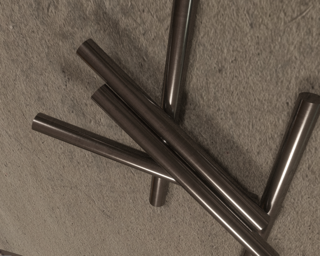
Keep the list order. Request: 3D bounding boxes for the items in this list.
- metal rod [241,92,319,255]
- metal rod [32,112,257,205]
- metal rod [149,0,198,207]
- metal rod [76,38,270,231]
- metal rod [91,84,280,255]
[{"bbox_3d":[0.140,0.094,0.390,0.025,0.025,0.298,17,125,18],"label":"metal rod"},{"bbox_3d":[-0.020,0.045,0.405,0.301,0.025,0.025,21,127,0],"label":"metal rod"},{"bbox_3d":[0.011,-0.010,0.393,0.025,0.025,0.298,19,126,17],"label":"metal rod"},{"bbox_3d":[0.019,0.011,0.369,0.300,0.025,0.025,45,129,-4],"label":"metal rod"},{"bbox_3d":[0.034,0.061,0.377,0.300,0.025,0.025,45,129,-4],"label":"metal rod"}]
